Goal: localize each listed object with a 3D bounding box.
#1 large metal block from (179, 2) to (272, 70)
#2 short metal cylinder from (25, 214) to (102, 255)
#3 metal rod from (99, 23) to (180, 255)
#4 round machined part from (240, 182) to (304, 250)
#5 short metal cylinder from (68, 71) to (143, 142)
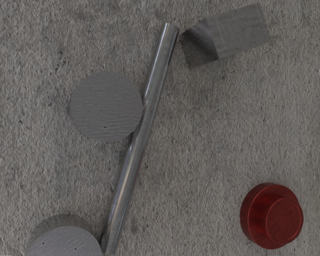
[{"bbox_3d":[0.083,-0.119,0.410,0.081,0.080,0.050,-22,98,-19],"label":"large metal block"},{"bbox_3d":[-0.111,0.145,0.355,0.081,0.050,0.080,0,90,-20],"label":"short metal cylinder"},{"bbox_3d":[-0.026,0.009,0.399,0.025,0.025,0.299,18,84,-19],"label":"metal rod"},{"bbox_3d":[0.174,0.134,0.465,0.099,0.042,0.097,0,90,-20],"label":"round machined part"},{"bbox_3d":[-0.067,-0.024,0.371,0.081,0.050,0.080,0,90,-20],"label":"short metal cylinder"}]
